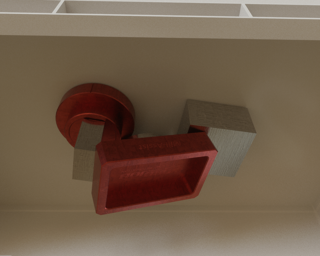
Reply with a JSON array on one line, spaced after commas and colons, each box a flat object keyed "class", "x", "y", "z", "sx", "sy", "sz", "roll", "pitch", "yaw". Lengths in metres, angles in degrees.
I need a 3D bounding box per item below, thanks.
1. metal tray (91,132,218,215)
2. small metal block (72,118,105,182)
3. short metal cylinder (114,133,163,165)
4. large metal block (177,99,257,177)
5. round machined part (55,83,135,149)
[{"class": "metal tray", "x": -0.008, "y": 0.052, "z": 0.355, "sx": 0.131, "sy": 0.030, "sz": 0.089, "roll": -5, "pitch": 133, "yaw": -22}, {"class": "small metal block", "x": -0.082, "y": 0.025, "z": 0.356, "sx": 0.025, "sy": 0.050, "sz": 0.050, "roll": 10, "pitch": 130, "yaw": -8}, {"class": "short metal cylinder", "x": -0.021, "y": 0.051, "z": 0.418, "sx": 0.081, "sy": 0.050, "sz": 0.080, "roll": -10, "pitch": 144, "yaw": -7}, {"class": "large metal block", "x": 0.067, "y": 0.015, "z": 0.403, "sx": 0.081, "sy": 0.050, "sz": 0.079, "roll": 7, "pitch": 130, "yaw": -7}, {"class": "round machined part", "x": -0.082, "y": -0.004, "z": 0.391, "sx": 0.099, "sy": 0.042, "sz": 0.097, "roll": -1, "pitch": 130, "yaw": 0}]
